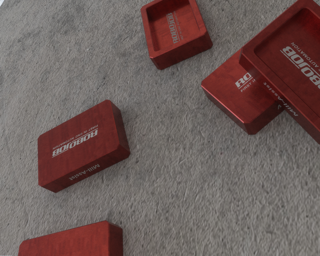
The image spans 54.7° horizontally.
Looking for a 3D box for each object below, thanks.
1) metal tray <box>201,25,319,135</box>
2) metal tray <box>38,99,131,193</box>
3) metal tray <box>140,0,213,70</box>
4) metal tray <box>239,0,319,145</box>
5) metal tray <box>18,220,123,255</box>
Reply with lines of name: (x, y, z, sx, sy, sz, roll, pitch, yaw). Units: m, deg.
metal tray: (0.127, -0.064, 0.373, 0.130, 0.030, 0.090, -40, 51, 0)
metal tray: (-0.113, 0.025, 0.444, 0.130, 0.030, 0.090, -27, 52, 11)
metal tray: (0.022, -0.161, 0.487, 0.090, 0.030, 0.130, -21, 54, 15)
metal tray: (0.158, -0.059, 0.317, 0.090, 0.030, 0.130, -40, 78, 0)
metal tray: (-0.106, 0.166, 0.354, 0.130, 0.030, 0.090, -18, 54, 17)
